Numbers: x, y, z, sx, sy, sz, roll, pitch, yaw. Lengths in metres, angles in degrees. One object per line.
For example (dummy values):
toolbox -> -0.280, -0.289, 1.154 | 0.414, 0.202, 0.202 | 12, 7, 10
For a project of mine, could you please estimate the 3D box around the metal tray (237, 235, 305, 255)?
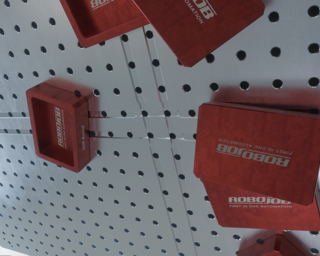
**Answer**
metal tray -> 0.185, 0.221, 0.447 | 0.130, 0.030, 0.090 | 41, 129, -1

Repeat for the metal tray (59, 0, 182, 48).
metal tray -> -0.051, -0.151, 0.342 | 0.130, 0.030, 0.090 | -9, 114, 32

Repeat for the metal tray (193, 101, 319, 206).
metal tray -> 0.105, 0.023, 0.342 | 0.130, 0.030, 0.089 | 11, 105, 29

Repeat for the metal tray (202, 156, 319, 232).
metal tray -> 0.128, 0.084, 0.393 | 0.130, 0.030, 0.090 | -9, 114, 32

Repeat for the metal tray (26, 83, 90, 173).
metal tray -> -0.160, 0.002, 0.494 | 0.090, 0.030, 0.129 | 19, 126, 17

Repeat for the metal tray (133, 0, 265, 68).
metal tray -> 0.022, -0.134, 0.286 | 0.090, 0.030, 0.130 | -34, 108, 21
